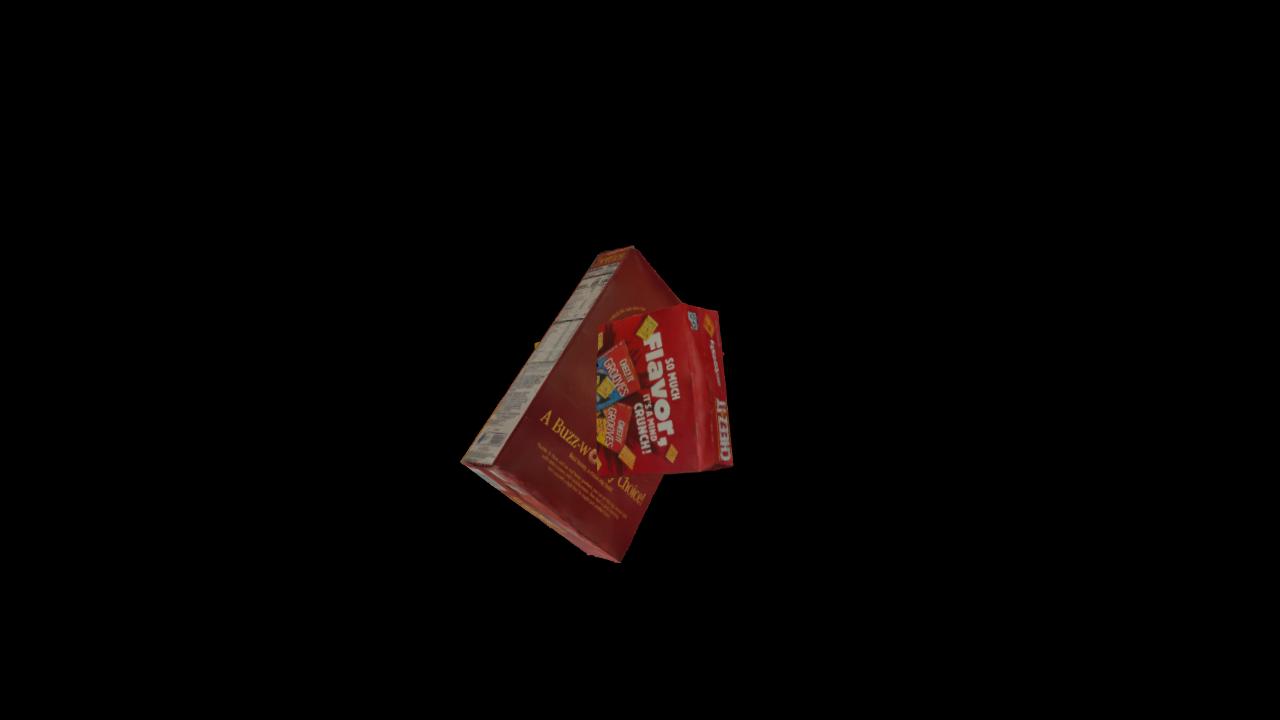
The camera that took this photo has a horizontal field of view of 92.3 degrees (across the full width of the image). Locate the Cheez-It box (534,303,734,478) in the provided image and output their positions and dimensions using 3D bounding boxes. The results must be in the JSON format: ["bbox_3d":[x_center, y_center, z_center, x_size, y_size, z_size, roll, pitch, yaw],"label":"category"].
[{"bbox_3d":[-0.015,0.043,0.669,0.223,0.166,0.071,-13,-12,38],"label":"Cheez-It box"}]

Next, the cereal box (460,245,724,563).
[{"bbox_3d":[-0.036,0.046,0.713,0.081,0.306,0.203,-4,-41,47],"label":"cereal box"}]
